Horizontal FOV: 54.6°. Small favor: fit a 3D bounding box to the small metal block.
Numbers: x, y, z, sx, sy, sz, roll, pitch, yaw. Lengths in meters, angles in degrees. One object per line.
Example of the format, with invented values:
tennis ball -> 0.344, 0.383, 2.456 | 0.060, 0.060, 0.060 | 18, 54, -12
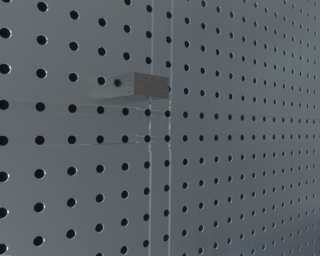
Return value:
small metal block -> -0.025, -0.048, 0.371 | 0.050, 0.050, 0.025 | 2, 89, -40
